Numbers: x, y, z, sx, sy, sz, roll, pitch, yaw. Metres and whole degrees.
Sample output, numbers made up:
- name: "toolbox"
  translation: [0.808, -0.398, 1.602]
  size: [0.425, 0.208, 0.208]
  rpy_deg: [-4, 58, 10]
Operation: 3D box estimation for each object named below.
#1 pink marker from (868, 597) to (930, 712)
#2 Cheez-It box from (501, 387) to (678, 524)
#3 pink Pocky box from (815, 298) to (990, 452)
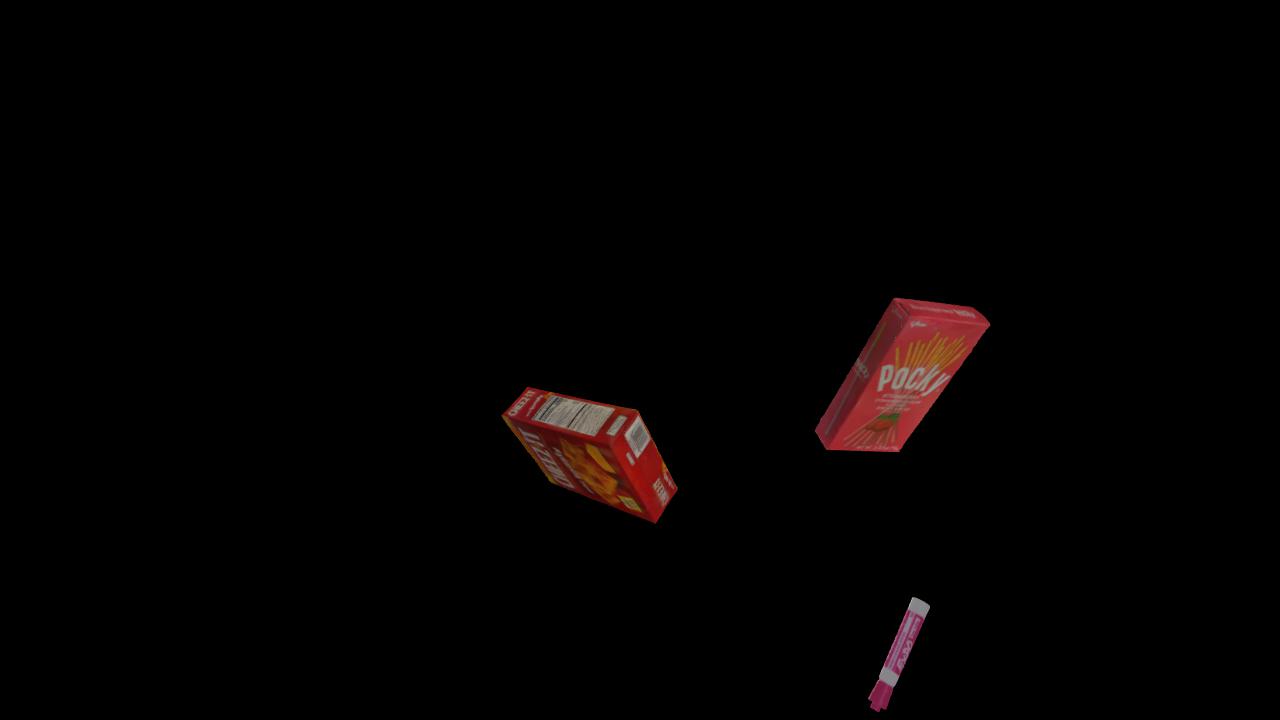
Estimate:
- name: "pink marker"
  translation: [0.271, 0.308, 0.643]
  size: [0.020, 0.121, 0.020]
  rpy_deg: [30, -16, 10]
- name: "Cheez-It box"
  translation: [-0.073, 0.130, 0.877]
  size: [0.223, 0.166, 0.071]
  rpy_deg: [10, 48, 40]
- name: "pink Pocky box"
  translation: [0.224, 0.019, 0.537]
  size: [0.084, 0.155, 0.029]
  rpy_deg: [4, 38, -19]
